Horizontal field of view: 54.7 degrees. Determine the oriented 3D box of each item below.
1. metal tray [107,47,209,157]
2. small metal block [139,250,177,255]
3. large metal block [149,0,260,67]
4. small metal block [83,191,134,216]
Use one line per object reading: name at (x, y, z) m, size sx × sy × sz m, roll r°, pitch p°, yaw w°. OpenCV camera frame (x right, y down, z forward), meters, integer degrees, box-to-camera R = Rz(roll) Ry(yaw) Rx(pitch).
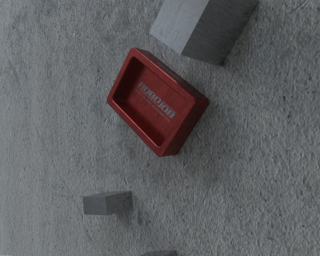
metal tray at (-0.009, -0.036, 0.409) m, size 0.130 × 0.030 × 0.089 m, roll 44°, pitch 117°, yaw 31°
small metal block at (0.000, 0.190, 0.405) m, size 0.050 × 0.025 × 0.050 m, roll -21°, pitch 77°, yaw 38°
large metal block at (0.048, -0.118, 0.330) m, size 0.050 × 0.081 × 0.080 m, roll 43°, pitch 116°, yaw 31°
small metal block at (-0.075, 0.109, 0.451) m, size 0.050 × 0.050 × 0.025 m, roll -11°, pitch 83°, yaw 39°
